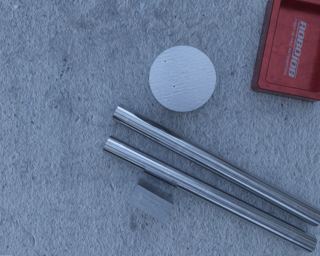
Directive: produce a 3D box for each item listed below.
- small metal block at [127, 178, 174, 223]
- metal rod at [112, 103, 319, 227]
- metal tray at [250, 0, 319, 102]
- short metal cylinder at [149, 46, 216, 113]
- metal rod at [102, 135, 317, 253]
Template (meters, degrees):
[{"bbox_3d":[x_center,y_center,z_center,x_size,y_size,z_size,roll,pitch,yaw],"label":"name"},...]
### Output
[{"bbox_3d":[-0.011,0.091,0.397,0.050,0.050,0.025,30,90,0],"label":"small metal block"},{"bbox_3d":[0.076,0.049,0.410,0.301,0.025,0.025,28,90,0],"label":"metal rod"},{"bbox_3d":[0.179,-0.106,0.408,0.091,0.030,0.129,11,90,0],"label":"metal tray"},{"bbox_3d":[0.027,-0.060,0.398,0.081,0.050,0.079,0,90,0],"label":"short metal cylinder"},{"bbox_3d":[0.065,0.087,0.410,0.301,0.025,0.025,26,90,0],"label":"metal rod"}]
